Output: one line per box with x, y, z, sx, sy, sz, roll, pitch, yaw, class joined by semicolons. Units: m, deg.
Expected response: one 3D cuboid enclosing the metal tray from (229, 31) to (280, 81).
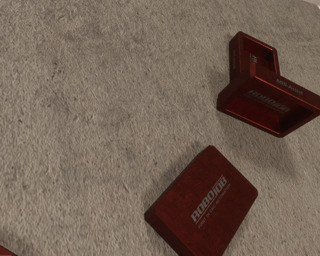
0.172;-0.108;0.561;0.091;0.030;0.130;20;54;-17;metal tray

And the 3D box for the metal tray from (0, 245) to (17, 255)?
-0.172;0.121;0.234;0.130;0.030;0.090;35;51;-6;metal tray

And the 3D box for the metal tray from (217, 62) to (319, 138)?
0.167;-0.038;0.477;0.131;0.090;0.030;22;53;-15;metal tray

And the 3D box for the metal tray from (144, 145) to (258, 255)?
0.055;0.092;0.376;0.090;0.030;0.131;46;51;3;metal tray
